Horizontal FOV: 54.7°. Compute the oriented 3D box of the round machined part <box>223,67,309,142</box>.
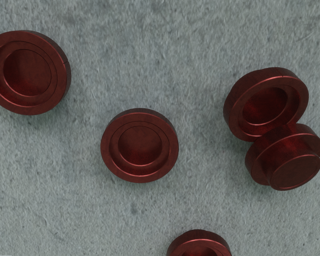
[{"bbox_3d":[0.124,-0.032,0.379,0.099,0.042,0.097,-8,132,-8],"label":"round machined part"}]

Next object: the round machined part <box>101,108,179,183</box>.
[{"bbox_3d":[-0.025,0.020,0.408,0.099,0.042,0.097,0,110,-1],"label":"round machined part"}]

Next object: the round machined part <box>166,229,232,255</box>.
[{"bbox_3d":[0.059,0.196,0.474,0.099,0.042,0.097,0,110,-1],"label":"round machined part"}]

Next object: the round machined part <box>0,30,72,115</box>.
[{"bbox_3d":[-0.156,-0.068,0.374,0.099,0.042,0.097,0,110,-1],"label":"round machined part"}]

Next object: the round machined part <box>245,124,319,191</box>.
[{"bbox_3d":[0.165,0.044,0.400,0.099,0.042,0.097,-9,132,-9],"label":"round machined part"}]
